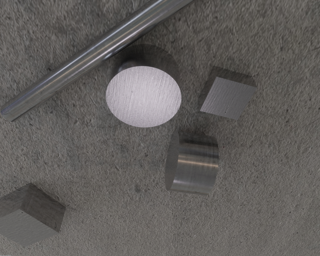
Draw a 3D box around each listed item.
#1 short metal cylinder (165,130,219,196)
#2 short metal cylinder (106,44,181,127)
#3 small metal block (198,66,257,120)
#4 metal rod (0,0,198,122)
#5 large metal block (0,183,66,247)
[{"bbox_3d":[0.040,0.046,0.411,0.050,0.080,0.079,9,130,-8],"label":"short metal cylinder"},{"bbox_3d":[-0.017,-0.047,0.350,0.081,0.050,0.079,0,130,0],"label":"short metal cylinder"},{"bbox_3d":[0.079,-0.041,0.373,0.050,0.025,0.050,13,129,-11],"label":"small metal block"},{"bbox_3d":[-0.065,-0.083,0.335,0.300,0.025,0.025,-28,125,21],"label":"metal rod"},{"bbox_3d":[-0.219,0.145,0.512,0.080,0.050,0.080,-26,126,20],"label":"large metal block"}]
